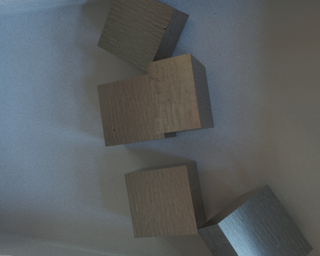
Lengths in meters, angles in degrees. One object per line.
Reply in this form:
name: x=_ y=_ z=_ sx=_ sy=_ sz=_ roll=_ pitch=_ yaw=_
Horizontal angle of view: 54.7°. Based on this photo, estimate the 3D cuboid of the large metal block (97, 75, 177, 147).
large metal block: x=-0.029 y=-0.021 z=0.407 sx=0.080 sy=0.050 sz=0.080 roll=-9 pitch=87 yaw=19

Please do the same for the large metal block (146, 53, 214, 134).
large metal block: x=0.027 y=-0.036 z=0.371 sx=0.050 sy=0.080 sz=0.080 roll=-9 pitch=87 yaw=19

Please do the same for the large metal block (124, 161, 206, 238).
large metal block: x=0.008 y=0.089 z=0.394 sx=0.080 sy=0.050 sz=0.080 roll=-11 pitch=87 yaw=19

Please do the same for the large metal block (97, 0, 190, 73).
large metal block: x=-0.022 y=-0.125 z=0.396 sx=0.080 sy=0.050 sz=0.079 roll=31 pitch=112 yaw=16

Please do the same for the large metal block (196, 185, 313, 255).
large metal block: x=0.102 y=0.121 z=0.339 sx=0.080 sy=0.081 sz=0.050 roll=57 pitch=151 yaw=11
